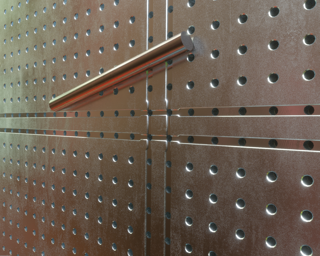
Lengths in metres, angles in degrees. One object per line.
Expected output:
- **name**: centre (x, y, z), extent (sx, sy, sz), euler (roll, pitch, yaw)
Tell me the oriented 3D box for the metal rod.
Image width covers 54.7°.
- **metal rod**: centre (-0.079, -0.074, 0.474), extent (0.300, 0.025, 0.025), euler (-16, 80, 38)
